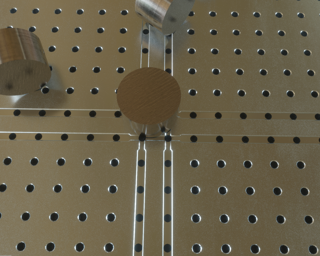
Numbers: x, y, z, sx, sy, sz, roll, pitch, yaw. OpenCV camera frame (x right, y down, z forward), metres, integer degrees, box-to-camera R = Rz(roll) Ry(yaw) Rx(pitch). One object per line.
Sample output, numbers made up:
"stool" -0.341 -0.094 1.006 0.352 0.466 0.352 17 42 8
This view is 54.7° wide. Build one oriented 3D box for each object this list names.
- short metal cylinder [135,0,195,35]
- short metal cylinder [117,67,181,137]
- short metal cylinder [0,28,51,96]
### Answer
"short metal cylinder" 0.009 -0.183 0.450 0.050 0.080 0.080 38 74 12
"short metal cylinder" -0.014 -0.033 0.410 0.081 0.050 0.080 0 70 -1
"short metal cylinder" -0.193 -0.086 0.412 0.080 0.080 0.050 -21 72 -8
